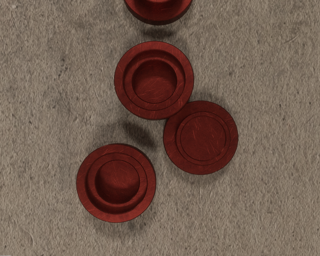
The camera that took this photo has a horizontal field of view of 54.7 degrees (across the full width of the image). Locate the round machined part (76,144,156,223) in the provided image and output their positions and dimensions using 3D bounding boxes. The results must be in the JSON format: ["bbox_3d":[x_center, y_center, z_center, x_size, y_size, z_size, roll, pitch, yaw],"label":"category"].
[{"bbox_3d":[-0.054,0.068,0.401,0.099,0.042,0.097,0,90,-1],"label":"round machined part"}]

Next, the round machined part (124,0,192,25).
[{"bbox_3d":[-0.002,-0.188,0.401,0.099,0.042,0.097,0,90,-1],"label":"round machined part"}]

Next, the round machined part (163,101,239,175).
[{"bbox_3d":[0.053,0.013,0.402,0.099,0.042,0.097,0,90,-1],"label":"round machined part"}]

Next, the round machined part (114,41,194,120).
[{"bbox_3d":[-0.007,-0.058,0.399,0.099,0.042,0.097,0,87,2],"label":"round machined part"}]
